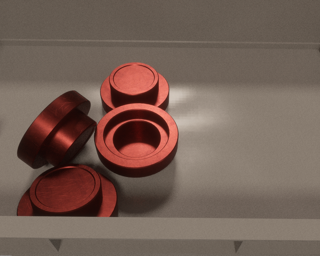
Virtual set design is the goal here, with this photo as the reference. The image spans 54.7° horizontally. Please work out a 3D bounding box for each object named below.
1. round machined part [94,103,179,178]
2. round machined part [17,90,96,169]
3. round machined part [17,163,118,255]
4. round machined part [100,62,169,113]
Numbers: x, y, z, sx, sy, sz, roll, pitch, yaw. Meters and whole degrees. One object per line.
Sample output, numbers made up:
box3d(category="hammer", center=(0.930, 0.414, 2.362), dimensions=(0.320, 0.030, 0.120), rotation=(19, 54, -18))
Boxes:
box3d(category="round machined part", center=(-0.028, 0.019, 0.378), dimensions=(0.099, 0.042, 0.098), rotation=(0, 50, 0))
box3d(category="round machined part", center=(-0.110, 0.008, 0.355), dimensions=(0.042, 0.097, 0.098), rotation=(37, 56, 0))
box3d(category="round machined part", center=(-0.093, 0.074, 0.315), dimensions=(0.099, 0.042, 0.098), rotation=(2, 34, -1))
box3d(category="round machined part", center=(-0.036, -0.056, 0.441), dimensions=(0.099, 0.042, 0.098), rotation=(0, 50, 0))
